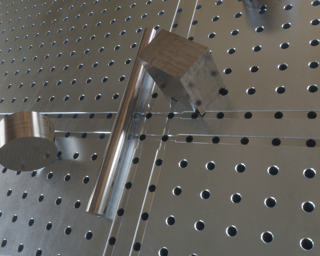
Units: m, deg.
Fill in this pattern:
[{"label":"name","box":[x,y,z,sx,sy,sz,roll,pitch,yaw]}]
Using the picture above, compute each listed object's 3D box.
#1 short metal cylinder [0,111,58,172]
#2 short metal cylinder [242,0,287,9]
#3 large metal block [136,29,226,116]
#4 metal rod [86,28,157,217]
[{"label":"short metal cylinder","box":[-0.198,0.021,0.461,0.080,0.080,0.050,-30,52,8]},{"label":"short metal cylinder","box":[0.153,-0.220,0.447,0.080,0.050,0.080,-13,56,20]},{"label":"large metal block","box":[0.029,-0.072,0.401,0.050,0.080,0.080,-49,52,-6]},{"label":"metal rod","box":[-0.048,-0.025,0.446,0.025,0.025,0.300,-1,61,27]}]
